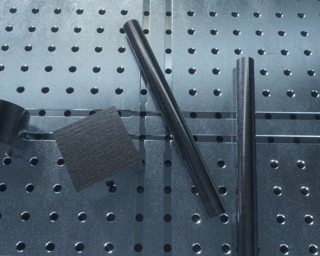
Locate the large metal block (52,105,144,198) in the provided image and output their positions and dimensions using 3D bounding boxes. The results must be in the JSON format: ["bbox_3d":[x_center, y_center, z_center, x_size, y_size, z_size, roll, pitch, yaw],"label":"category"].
[{"bbox_3d":[-0.075,0.030,0.387,0.080,0.050,0.080,-25,72,-9],"label":"large metal block"}]

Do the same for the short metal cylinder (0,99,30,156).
[{"bbox_3d":[-0.207,0.000,0.380,0.081,0.080,0.050,3,70,1],"label":"short metal cylinder"}]

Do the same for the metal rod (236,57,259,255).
[{"bbox_3d":[0.110,0.044,0.397,0.025,0.025,0.299,5,70,1],"label":"metal rod"}]

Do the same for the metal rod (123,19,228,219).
[{"bbox_3d":[0.014,-0.025,0.420,0.025,0.025,0.299,-21,72,-8],"label":"metal rod"}]
